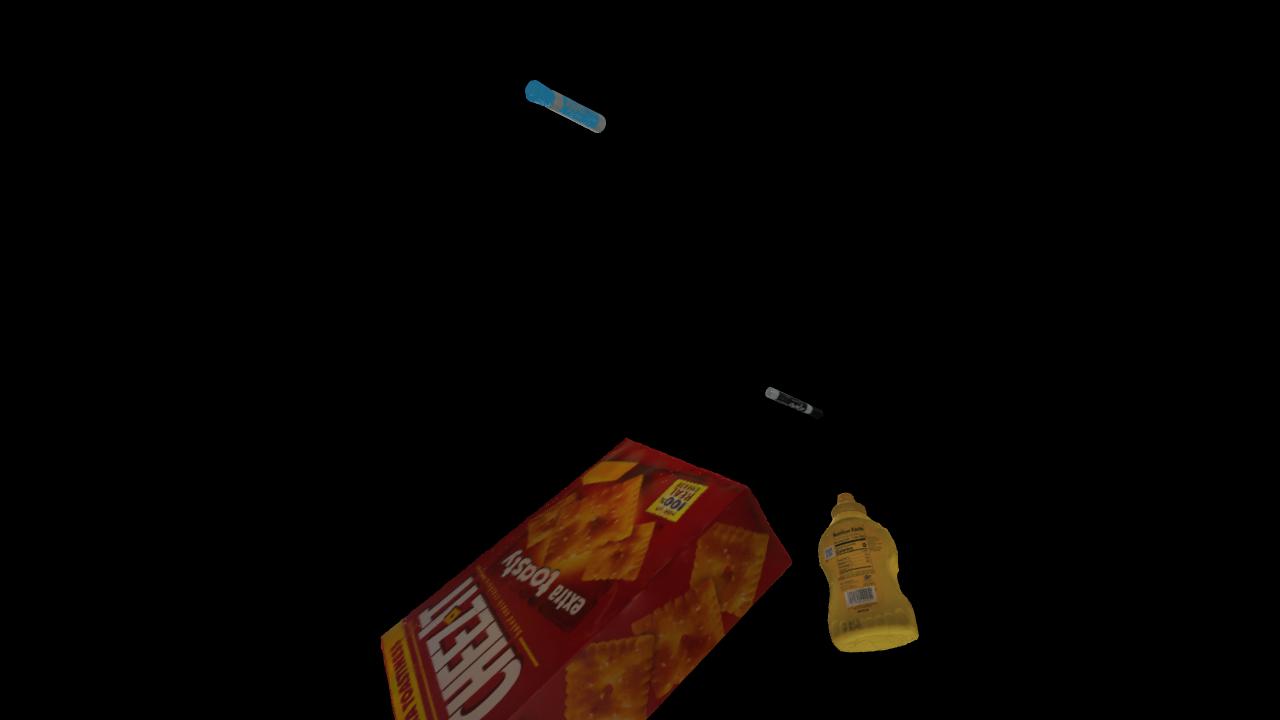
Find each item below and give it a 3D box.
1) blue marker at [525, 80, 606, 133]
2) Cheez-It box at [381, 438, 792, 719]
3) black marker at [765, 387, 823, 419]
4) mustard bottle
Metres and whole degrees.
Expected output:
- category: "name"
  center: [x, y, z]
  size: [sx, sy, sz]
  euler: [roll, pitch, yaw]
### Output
- category: "blue marker"
  center: [-0.070, -0.243, 0.594]
  size: [0.020, 0.020, 0.121]
  euler: [0, 5, 26]
- category: "Cheez-It box"
  center: [-0.041, 0.152, 0.384]
  size: [0.223, 0.071, 0.166]
  euler: [-38, 19, -19]
- category: "black marker"
  center: [0.265, 0.075, 1.046]
  size: [0.121, 0.020, 0.020]
  euler: [23, -10, -24]
- category: "mustard bottle"
  center: [0.254, 0.234, 0.713]
  size: [0.092, 0.184, 0.054]
  euler: [-28, -55, 28]
